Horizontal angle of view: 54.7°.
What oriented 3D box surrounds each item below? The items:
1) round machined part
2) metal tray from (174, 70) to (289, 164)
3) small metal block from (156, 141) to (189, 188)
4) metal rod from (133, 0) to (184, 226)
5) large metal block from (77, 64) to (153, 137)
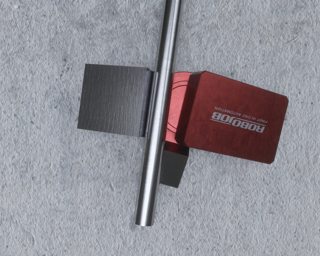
[{"bbox_3d":[0.031,-0.025,0.403,0.099,0.042,0.097,0,90,0],"label":"round machined part"},{"bbox_3d":[0.091,-0.011,0.387,0.131,0.030,0.089,13,91,-21],"label":"metal tray"},{"bbox_3d":[0.007,0.045,0.401,0.050,0.025,0.050,16,116,0],"label":"small metal block"},{"bbox_3d":[0.001,-0.036,0.369,0.025,0.025,0.298,8,88,0],"label":"metal rod"},{"bbox_3d":[-0.050,-0.033,0.387,0.080,0.050,0.080,7,90,18],"label":"large metal block"}]
